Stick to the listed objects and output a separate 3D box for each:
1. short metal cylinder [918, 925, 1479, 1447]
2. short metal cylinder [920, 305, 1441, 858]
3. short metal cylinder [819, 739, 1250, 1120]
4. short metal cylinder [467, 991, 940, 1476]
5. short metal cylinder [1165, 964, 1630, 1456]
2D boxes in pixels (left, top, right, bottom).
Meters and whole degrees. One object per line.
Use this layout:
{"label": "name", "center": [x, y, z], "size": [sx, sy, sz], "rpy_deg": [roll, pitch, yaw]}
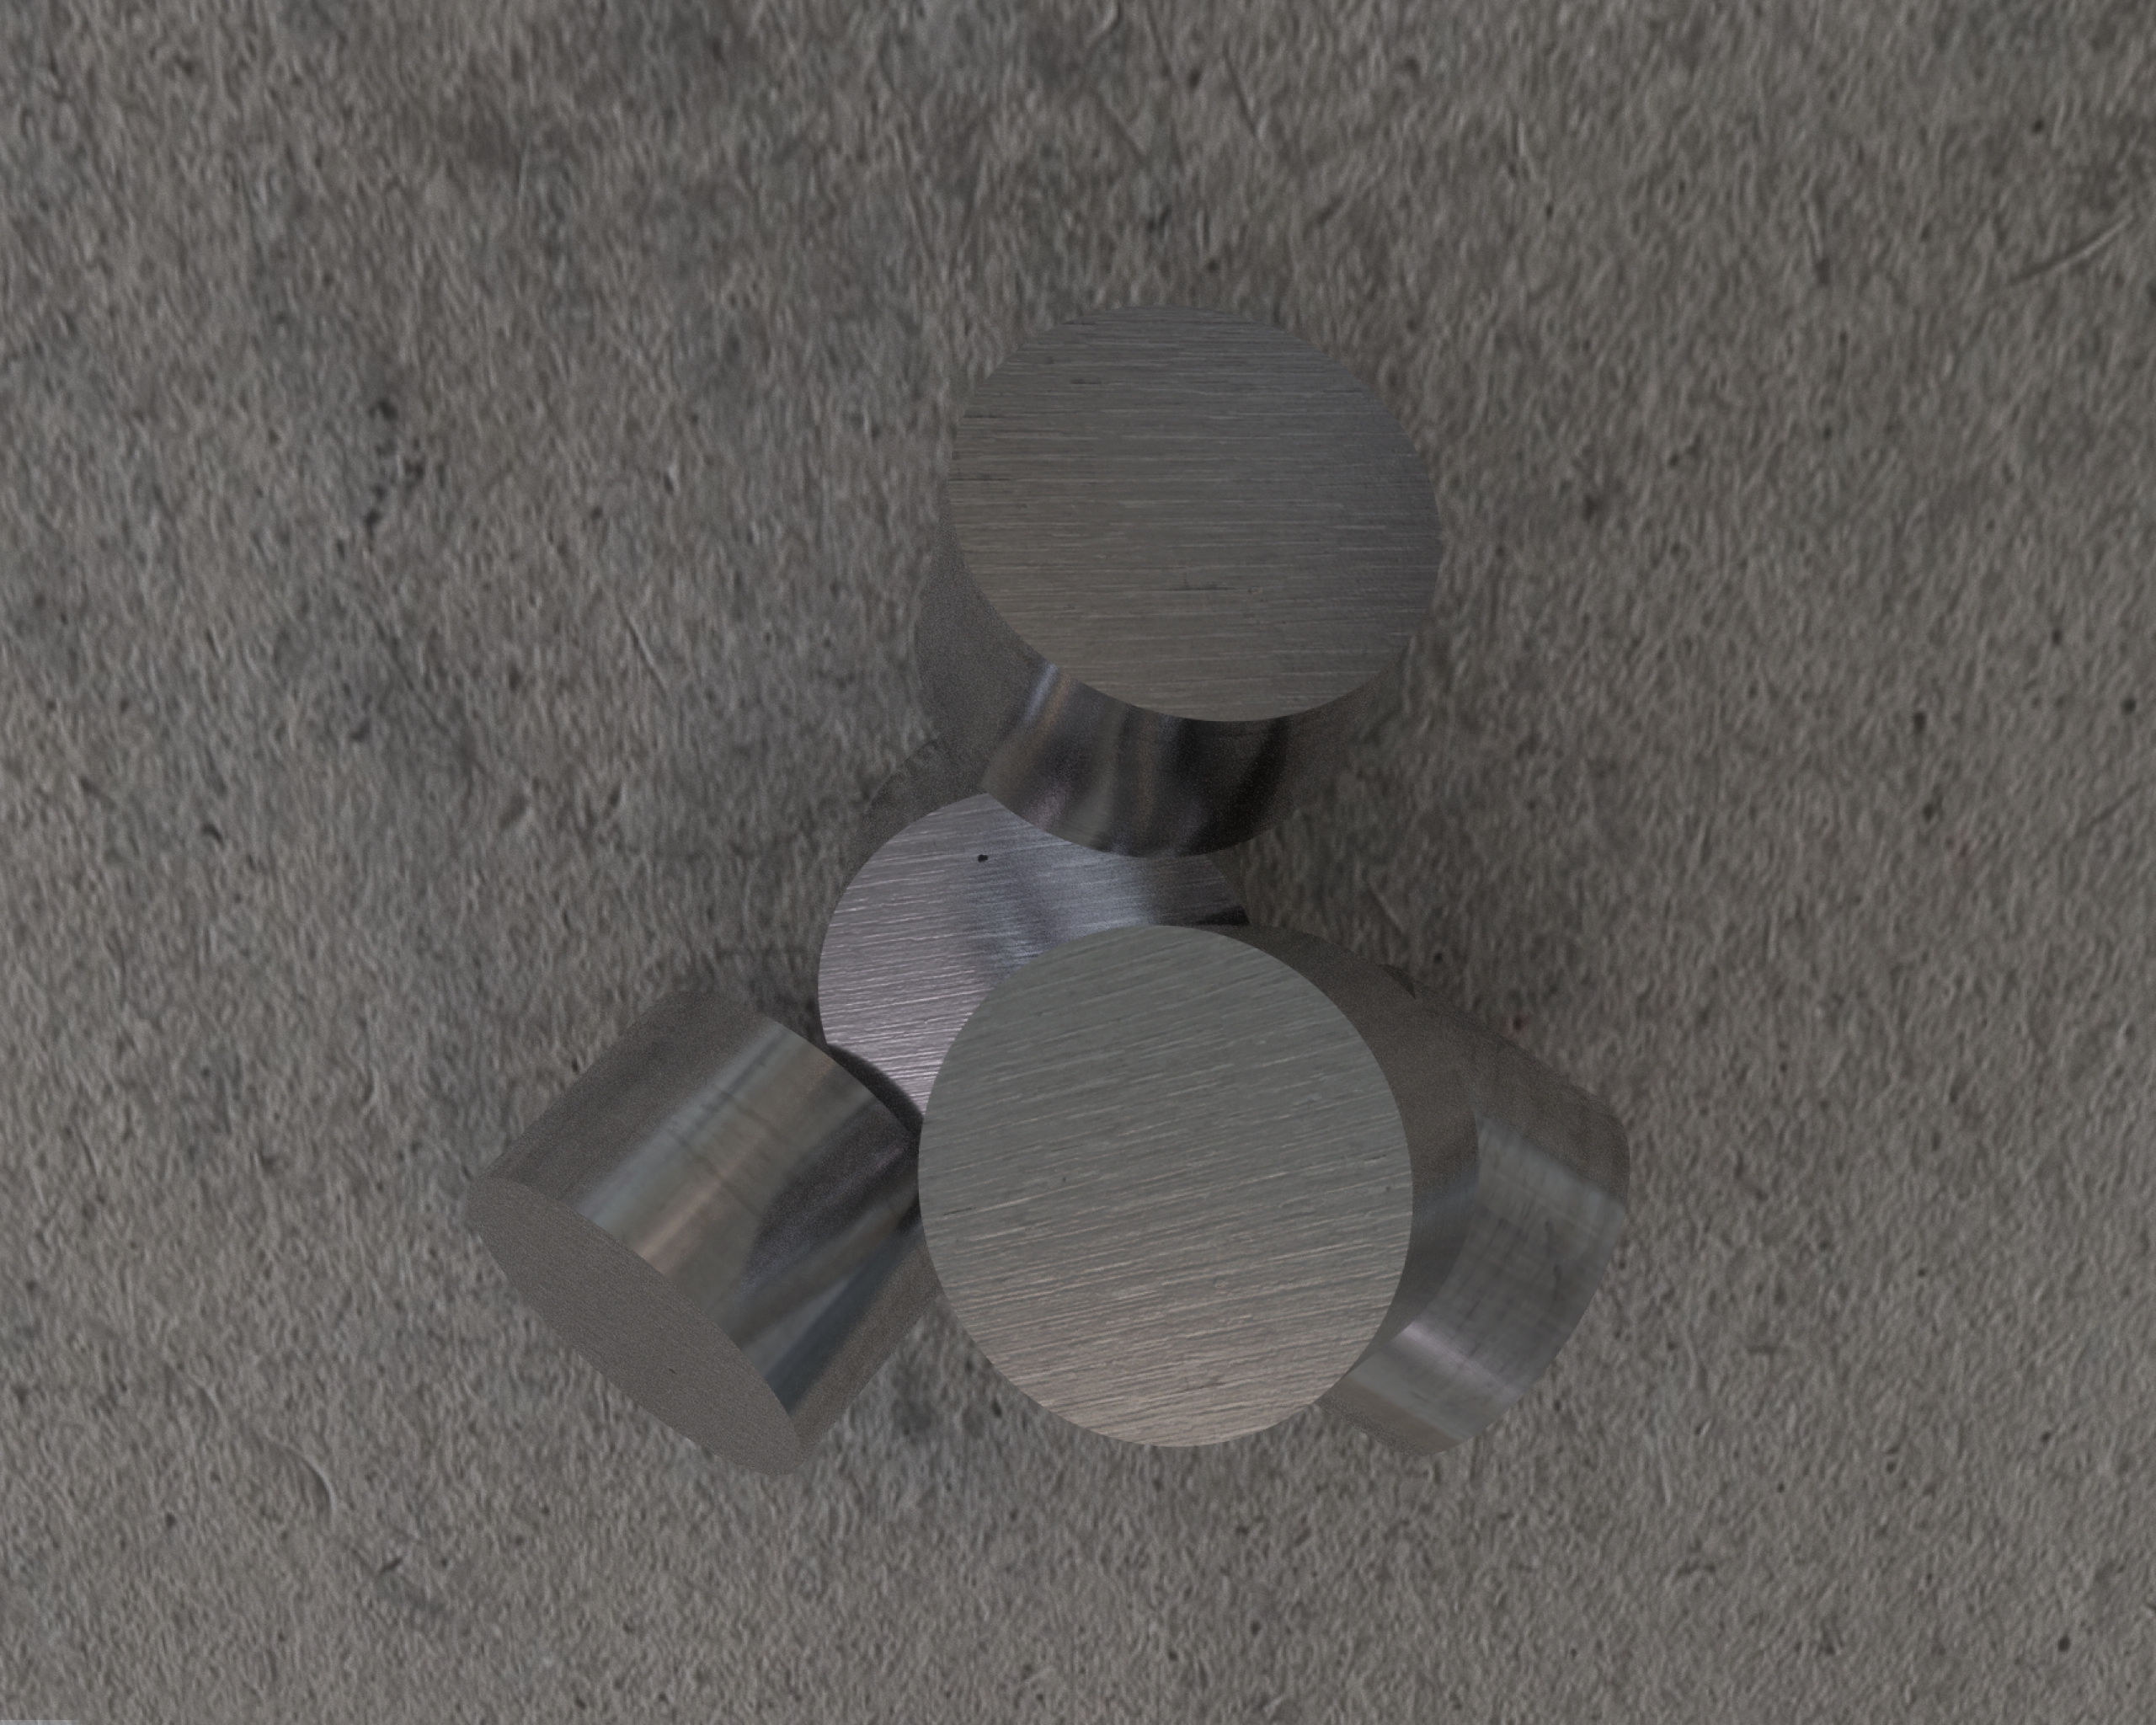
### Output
{"label": "short metal cylinder", "center": [0.021, 0.050, 0.344], "size": [0.080, 0.050, 0.080], "rpy_deg": [-1, 88, 21]}
{"label": "short metal cylinder", "center": [0.015, -0.047, 0.356], "size": [0.080, 0.080, 0.050], "rpy_deg": [13, 153, -5]}
{"label": "short metal cylinder", "center": [-0.007, 0.015, 0.402], "size": [0.081, 0.050, 0.079], "rpy_deg": [0, 110, 0]}
{"label": "short metal cylinder", "center": [-0.069, 0.071, 0.400], "size": [0.080, 0.050, 0.080], "rpy_deg": [27, 145, 21]}
{"label": "short metal cylinder", "center": [0.060, 0.067, 0.405], "size": [0.050, 0.080, 0.080], "rpy_deg": [33, 107, -12]}
